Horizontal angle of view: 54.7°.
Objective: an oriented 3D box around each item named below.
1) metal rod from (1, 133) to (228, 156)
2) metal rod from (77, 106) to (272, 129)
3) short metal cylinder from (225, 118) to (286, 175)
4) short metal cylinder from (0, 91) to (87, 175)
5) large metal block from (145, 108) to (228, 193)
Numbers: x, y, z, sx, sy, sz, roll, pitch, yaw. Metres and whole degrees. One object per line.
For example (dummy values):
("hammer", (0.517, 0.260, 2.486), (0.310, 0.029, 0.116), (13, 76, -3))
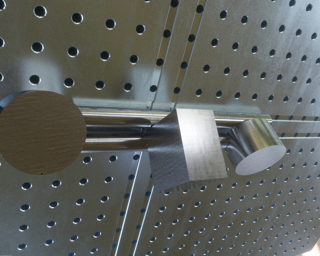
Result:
("metal rod", (-0.036, 0.018, 0.402), (0.303, 0.025, 0.025), (0, 118, -29))
("metal rod", (0.037, -0.012, 0.423), (0.303, 0.025, 0.025), (1, 118, -29))
("short metal cylinder", (0.142, 0.030, 0.474), (0.081, 0.050, 0.080), (-14, 145, -10))
("short metal cylinder", (-0.121, 0.002, 0.312), (0.081, 0.050, 0.079), (-4, 97, -28))
("large metal block", (0.028, 0.030, 0.370), (0.050, 0.080, 0.080), (1, 160, -29))
